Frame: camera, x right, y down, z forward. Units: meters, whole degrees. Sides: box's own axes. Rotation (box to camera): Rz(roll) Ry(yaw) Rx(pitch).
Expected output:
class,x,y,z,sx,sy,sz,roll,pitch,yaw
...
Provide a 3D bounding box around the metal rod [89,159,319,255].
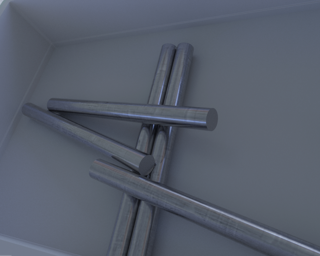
class,x,y,z,sx,sy,sz,roll,pitch,yaw
metal rod,0.051,0.087,0.301,0.300,0.025,0.025,17,70,28

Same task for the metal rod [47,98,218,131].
class,x,y,z,sx,sy,sz,roll,pitch,yaw
metal rod,-0.061,-0.023,0.423,0.300,0.025,0.025,7,65,38

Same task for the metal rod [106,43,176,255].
class,x,y,z,sx,sy,sz,roll,pitch,yaw
metal rod,-0.016,0.013,0.401,0.025,0.025,0.300,-1,61,27

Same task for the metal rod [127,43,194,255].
class,x,y,z,sx,sy,sz,roll,pitch,yaw
metal rod,0.006,0.015,0.388,0.025,0.025,0.300,-1,61,27

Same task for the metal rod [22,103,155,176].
class,x,y,z,sx,sy,sz,roll,pitch,yaw
metal rod,-0.123,0.005,0.447,0.300,0.025,0.025,19,72,40
